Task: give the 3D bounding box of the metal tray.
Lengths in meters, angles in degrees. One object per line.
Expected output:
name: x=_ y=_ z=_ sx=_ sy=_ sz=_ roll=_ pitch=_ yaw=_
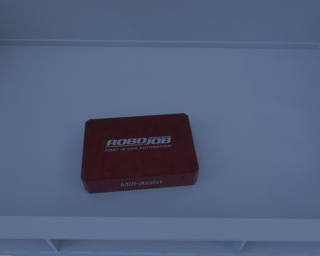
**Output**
metal tray: x=-0.025 y=0.028 z=0.378 sx=0.131 sy=0.030 sz=0.090 roll=-4 pitch=50 yaw=-4
